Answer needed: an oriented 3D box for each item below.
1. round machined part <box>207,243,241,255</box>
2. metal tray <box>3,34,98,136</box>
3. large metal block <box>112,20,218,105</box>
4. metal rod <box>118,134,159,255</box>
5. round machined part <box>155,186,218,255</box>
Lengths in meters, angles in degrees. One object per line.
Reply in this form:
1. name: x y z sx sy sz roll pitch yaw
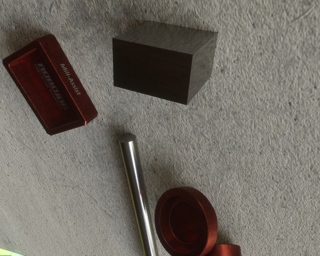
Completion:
1. round machined part: 0.084 0.195 0.451 0.099 0.042 0.098 1 152 1
2. metal tray: -0.159 -0.058 0.451 0.090 0.030 0.130 -14 111 34
3. large metal block: 0.007 -0.072 0.323 0.080 0.080 0.050 17 125 18
4. metal rod: -0.027 0.144 0.510 0.025 0.025 0.298 6 121 25
5. round machined part: 0.041 0.131 0.436 0.098 0.042 0.097 -3 86 45
